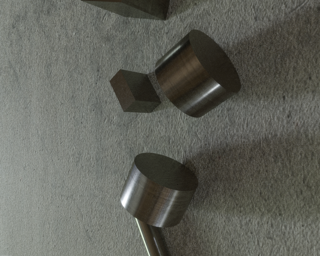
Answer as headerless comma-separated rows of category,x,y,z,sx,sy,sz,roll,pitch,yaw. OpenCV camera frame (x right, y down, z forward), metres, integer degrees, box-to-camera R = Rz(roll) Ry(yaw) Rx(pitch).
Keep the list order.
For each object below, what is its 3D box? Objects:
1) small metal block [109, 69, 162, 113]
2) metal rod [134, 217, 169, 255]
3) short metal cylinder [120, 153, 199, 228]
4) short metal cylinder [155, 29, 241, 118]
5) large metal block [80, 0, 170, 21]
small metal block,-0.033,-0.048,0.416,0.025,0.050,0.050,-41,66,33
metal rod,0.022,0.225,0.386,0.025,0.025,0.299,-35,68,34
short metal cylinder,-0.001,0.072,0.370,0.080,0.081,0.050,35,112,34
short metal cylinder,0.042,-0.058,0.335,0.050,0.081,0.080,-36,68,34
large metal block,-0.043,-0.179,0.404,0.080,0.081,0.050,21,103,38
